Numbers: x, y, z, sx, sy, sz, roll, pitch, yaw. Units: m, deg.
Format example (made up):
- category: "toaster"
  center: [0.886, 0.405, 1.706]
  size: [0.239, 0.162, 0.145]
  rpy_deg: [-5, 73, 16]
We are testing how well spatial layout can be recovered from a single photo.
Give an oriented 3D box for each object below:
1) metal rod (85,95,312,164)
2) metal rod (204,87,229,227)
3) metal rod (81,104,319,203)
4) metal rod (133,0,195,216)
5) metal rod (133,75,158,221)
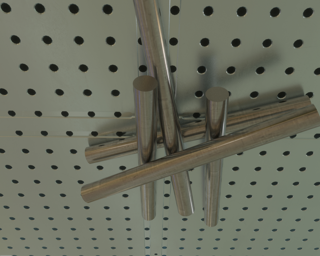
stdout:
- category: "metal rod"
  center: [0.042, 0.005, 0.415]
  size: [0.301, 0.025, 0.025]
  rpy_deg: [-13, 129, 11]
- category: "metal rod"
  center: [0.076, 0.064, 0.443]
  size: [0.025, 0.025, 0.299]
  rpy_deg: [-4, 137, 4]
- category: "metal rod"
  center: [0.033, 0.038, 0.374]
  size: [0.300, 0.025, 0.025]
  rpy_deg: [-21, 127, 19]
- category: "metal rod"
  center: [0.012, -0.004, 0.380]
  size: [0.025, 0.025, 0.298]
  rpy_deg: [-8, 122, 7]
- category: "metal rod"
  center: [-0.017, 0.052, 0.425]
  size: [0.025, 0.025, 0.298]
  rpy_deg: [1, 139, -1]
